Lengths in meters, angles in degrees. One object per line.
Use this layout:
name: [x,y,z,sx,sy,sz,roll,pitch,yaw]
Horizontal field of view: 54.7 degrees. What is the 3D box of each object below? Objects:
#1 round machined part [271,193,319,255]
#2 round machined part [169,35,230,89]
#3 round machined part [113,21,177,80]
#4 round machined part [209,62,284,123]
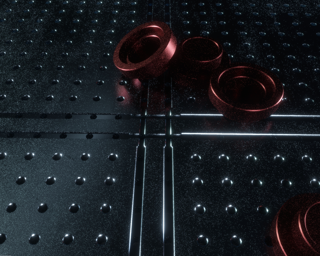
round machined part: [0.166,0.108,0.308,0.099,0.042,0.098,0,50,0]
round machined part: [0.062,-0.110,0.490,0.099,0.042,0.098,1,50,0]
round machined part: [-0.019,-0.113,0.475,0.098,0.042,0.098,-16,52,21]
round machined part: [0.118,-0.046,0.437,0.099,0.042,0.098,0,50,0]
